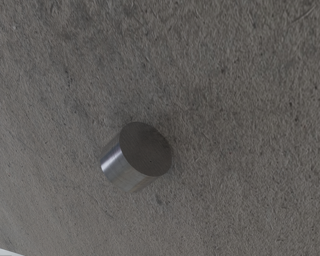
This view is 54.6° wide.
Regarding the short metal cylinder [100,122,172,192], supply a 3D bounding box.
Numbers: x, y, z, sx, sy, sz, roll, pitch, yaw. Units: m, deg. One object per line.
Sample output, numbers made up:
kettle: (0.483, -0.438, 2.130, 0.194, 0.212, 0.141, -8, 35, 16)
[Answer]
short metal cylinder: (-0.031, 0.039, 0.412, 0.080, 0.080, 0.050, 45, 129, -3)
